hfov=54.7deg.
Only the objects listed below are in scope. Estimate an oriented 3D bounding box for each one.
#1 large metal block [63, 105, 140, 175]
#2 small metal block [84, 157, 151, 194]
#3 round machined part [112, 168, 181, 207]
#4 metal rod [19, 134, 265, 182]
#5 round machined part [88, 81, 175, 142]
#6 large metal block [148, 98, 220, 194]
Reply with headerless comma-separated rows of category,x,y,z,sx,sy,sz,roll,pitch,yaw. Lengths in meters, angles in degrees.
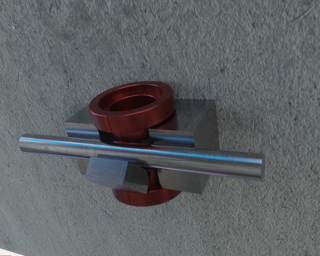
large metal block,-0.073,0.010,0.418,0.050,0.080,0.079,4,120,26
small metal block,-0.046,0.053,0.344,0.050,0.025,0.050,3,160,29
round machined part,-0.017,0.055,0.404,0.098,0.098,0.042,5,115,26
metal rod,-0.042,0.028,0.344,0.301,0.025,0.025,3,120,26
round machined part,-0.030,-0.018,0.366,0.098,0.098,0.042,4,121,26
large metal block,0.034,0.018,0.366,0.050,0.080,0.079,4,120,26
